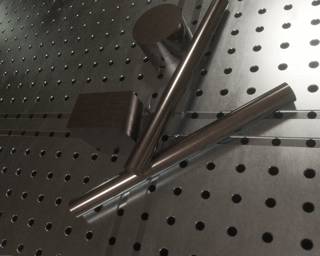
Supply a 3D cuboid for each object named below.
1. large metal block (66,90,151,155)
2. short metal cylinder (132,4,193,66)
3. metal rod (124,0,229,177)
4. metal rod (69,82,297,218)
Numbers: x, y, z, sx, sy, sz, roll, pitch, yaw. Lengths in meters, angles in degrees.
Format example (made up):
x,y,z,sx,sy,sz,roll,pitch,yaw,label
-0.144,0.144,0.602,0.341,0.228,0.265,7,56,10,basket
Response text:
x,y,z,sx,sy,sz,roll,pitch,yaw,label
-0.058,-0.004,0.404,0.080,0.080,0.050,0,62,28,large metal block
0.005,-0.142,0.475,0.080,0.050,0.080,-13,56,20,short metal cylinder
0.032,-0.072,0.417,0.025,0.025,0.300,11,61,32,metal rod
0.020,0.031,0.377,0.301,0.025,0.025,-29,52,9,metal rod
